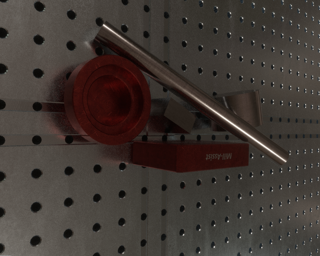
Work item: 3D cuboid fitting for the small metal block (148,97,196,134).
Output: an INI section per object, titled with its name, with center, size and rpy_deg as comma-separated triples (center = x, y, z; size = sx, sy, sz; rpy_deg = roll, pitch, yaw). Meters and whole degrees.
[small metal block]
center = 0.010, -0.015, 0.403
size = 0.050, 0.050, 0.025
rpy_deg = 33, 69, -36

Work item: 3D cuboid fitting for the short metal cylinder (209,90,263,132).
[short metal cylinder]
center = 0.112, -0.027, 0.470
size = 0.081, 0.080, 0.050
rpy_deg = -16, 100, -39

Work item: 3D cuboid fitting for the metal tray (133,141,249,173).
[metal tray]
center = 0.042, 0.033, 0.403
size = 0.131, 0.090, 0.030
rpy_deg = 1, 90, -40

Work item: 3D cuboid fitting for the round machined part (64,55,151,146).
[round machined part]
center = -0.061, -0.030, 0.348
size = 0.099, 0.042, 0.097
rpy_deg = 0, 90, -40

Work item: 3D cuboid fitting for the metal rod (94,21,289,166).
[metal rod]
center = 0.053, -0.035, 0.398
size = 0.301, 0.025, 0.025
rpy_deg = 33, 69, -17
